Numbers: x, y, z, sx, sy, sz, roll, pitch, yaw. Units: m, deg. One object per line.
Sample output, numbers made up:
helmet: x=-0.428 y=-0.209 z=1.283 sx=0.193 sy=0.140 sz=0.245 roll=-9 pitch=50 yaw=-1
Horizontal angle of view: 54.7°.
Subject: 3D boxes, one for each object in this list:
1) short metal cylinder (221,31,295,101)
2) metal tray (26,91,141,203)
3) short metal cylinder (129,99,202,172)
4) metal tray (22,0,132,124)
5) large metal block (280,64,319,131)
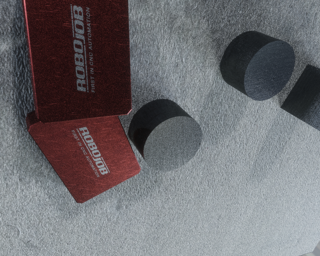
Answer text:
short metal cylinder: x=0.129 y=-0.082 z=0.410 sx=0.081 sy=0.050 sz=0.079 roll=-14 pitch=124 yaw=-21
metal tray: x=-0.085 y=0.022 z=0.371 sx=0.091 sy=0.030 sz=0.129 roll=-27 pitch=128 yaw=-11
short metal cylinder: x=0.007 y=0.009 z=0.400 sx=0.081 sy=0.050 sz=0.079 roll=-14 pitch=124 yaw=-21
metal tray: x=-0.076 y=-0.074 z=0.295 sx=0.091 sy=0.030 sz=0.129 roll=-8 pitch=107 yaw=-25
large metal block: x=0.253 y=-0.043 z=0.483 sx=0.050 sy=0.080 sz=0.080 roll=15 pitch=110 yaw=-35
